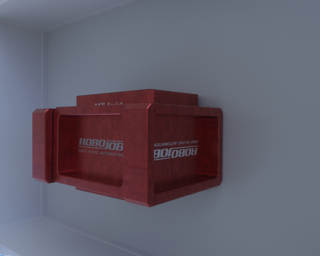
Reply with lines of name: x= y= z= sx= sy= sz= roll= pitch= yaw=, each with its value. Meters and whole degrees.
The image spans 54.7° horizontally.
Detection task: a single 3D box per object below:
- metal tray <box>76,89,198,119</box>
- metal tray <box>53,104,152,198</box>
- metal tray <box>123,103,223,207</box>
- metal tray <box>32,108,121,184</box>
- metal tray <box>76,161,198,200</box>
metal tray: x=-0.030 y=-0.026 z=0.385 sx=0.130 sy=0.091 sz=0.030 roll=1 pitch=91 yaw=40
metal tray: x=-0.068 y=0.021 z=0.340 sx=0.130 sy=0.030 sz=0.089 roll=1 pitch=90 yaw=40
metal tray: x=0.020 y=0.022 z=0.319 sx=0.030 sy=0.131 sz=0.089 roll=1 pitch=91 yaw=40
metal tray: x=-0.104 y=0.020 z=0.423 sx=0.030 sy=0.131 sz=0.089 roll=1 pitch=91 yaw=40
metal tray: x=-0.030 y=0.063 z=0.386 sx=0.130 sy=0.091 sz=0.030 roll=1 pitch=90 yaw=40
